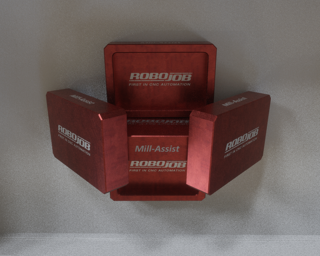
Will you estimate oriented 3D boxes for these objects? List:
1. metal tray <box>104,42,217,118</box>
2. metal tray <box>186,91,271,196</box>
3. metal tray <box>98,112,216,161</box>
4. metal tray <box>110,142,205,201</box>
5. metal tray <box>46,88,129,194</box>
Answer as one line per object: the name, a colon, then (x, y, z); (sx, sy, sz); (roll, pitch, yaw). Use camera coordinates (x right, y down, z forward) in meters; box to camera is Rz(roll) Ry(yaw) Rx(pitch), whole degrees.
metal tray: (0.001, -0.060, 0.384); (0.131, 0.030, 0.089); (0, 111, -1)
metal tray: (0.084, 0.012, 0.365); (0.030, 0.131, 0.089); (18, 116, 39)
metal tray: (-0.004, 0.007, 0.377); (0.131, 0.090, 0.030); (0, 110, -1)
metal tray: (-0.003, 0.054, 0.425); (0.131, 0.030, 0.089); (0, 110, -1)
metal tray: (-0.088, 0.010, 0.363); (0.030, 0.130, 0.089); (-17, 116, -39)
